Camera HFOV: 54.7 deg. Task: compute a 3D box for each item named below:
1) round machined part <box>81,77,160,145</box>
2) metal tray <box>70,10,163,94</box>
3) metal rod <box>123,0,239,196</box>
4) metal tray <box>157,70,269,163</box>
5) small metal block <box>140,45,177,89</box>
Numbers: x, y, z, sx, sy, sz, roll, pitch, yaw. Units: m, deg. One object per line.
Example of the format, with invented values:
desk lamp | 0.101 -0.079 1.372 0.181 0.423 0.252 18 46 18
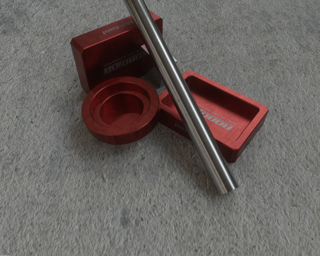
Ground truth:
round machined part | -0.048 -0.018 0.403 0.099 0.042 0.098 -3 53 5
metal tray | -0.056 -0.107 0.451 0.131 0.089 0.030 -30 57 -23
metal rod | 0.017 -0.060 0.386 0.025 0.025 0.299 -21 75 -17
metal tray | 0.066 -0.021 0.420 0.130 0.030 0.090 31 56 23
small metal block | -0.005 -0.095 0.461 0.025 0.050 0.050 -37 74 -24
